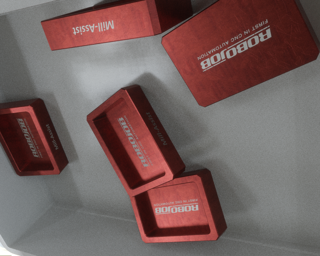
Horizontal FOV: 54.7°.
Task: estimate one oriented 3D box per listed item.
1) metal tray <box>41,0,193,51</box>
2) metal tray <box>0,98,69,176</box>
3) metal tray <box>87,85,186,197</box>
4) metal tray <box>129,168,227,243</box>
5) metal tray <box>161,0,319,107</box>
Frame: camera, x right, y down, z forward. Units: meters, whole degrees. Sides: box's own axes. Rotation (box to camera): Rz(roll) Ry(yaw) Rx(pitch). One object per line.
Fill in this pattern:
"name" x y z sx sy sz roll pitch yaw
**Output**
"metal tray" -0.043 -0.113 0.319 0.130 0.090 0.030 1 119 28
"metal tray" -0.220 0.019 0.521 0.090 0.030 0.129 -5 117 17
"metal tray" -0.035 0.019 0.415 0.090 0.030 0.130 -31 88 38
"metal tray" 0.021 0.114 0.445 0.130 0.030 0.090 -17 89 34
"metal tray" 0.077 -0.085 0.312 0.130 0.030 0.090 -23 106 36
